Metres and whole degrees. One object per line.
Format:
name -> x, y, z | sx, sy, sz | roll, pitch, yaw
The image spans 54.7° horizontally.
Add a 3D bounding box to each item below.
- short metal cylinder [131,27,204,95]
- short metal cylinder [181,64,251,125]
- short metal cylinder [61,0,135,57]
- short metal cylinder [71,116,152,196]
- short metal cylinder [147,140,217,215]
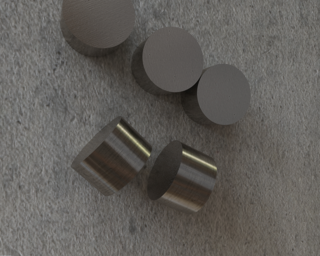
short metal cylinder -> 0.009, -0.084, 0.400 | 0.081, 0.050, 0.079 | 0, 90, -21
short metal cylinder -> 0.076, -0.044, 0.425 | 0.081, 0.050, 0.079 | 0, 90, -21
short metal cylinder -> -0.075, -0.129, 0.368 | 0.081, 0.050, 0.079 | 0, 90, -21
short metal cylinder -> -0.056, 0.032, 0.360 | 0.050, 0.080, 0.080 | 46, 76, -15
short metal cylinder -> 0.026, 0.062, 0.391 | 0.050, 0.080, 0.080 | 27, 81, -18
